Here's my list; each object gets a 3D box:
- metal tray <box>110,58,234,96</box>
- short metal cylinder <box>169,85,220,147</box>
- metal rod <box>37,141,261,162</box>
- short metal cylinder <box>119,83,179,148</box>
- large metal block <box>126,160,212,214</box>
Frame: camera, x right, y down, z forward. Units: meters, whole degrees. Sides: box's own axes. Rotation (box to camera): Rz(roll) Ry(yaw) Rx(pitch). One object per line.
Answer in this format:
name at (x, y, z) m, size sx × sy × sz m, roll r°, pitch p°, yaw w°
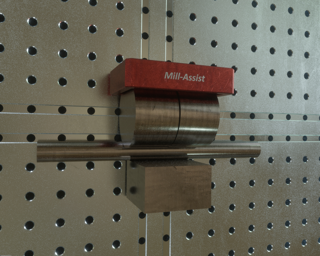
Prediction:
metal tray at (0.012, -0.056, 0.378) m, size 0.131 × 0.090 × 0.030 m, roll 1°, pitch 90°, yaw -20°
short metal cylinder at (0.033, -0.016, 0.393) m, size 0.050 × 0.080 × 0.079 m, roll 2°, pitch 90°, yaw -20°
metal rod at (0.000, 0.029, 0.409) m, size 0.303 × 0.025 × 0.025 m, roll 1°, pitch 90°, yaw -20°
short metal cylinder at (-0.016, -0.016, 0.375) m, size 0.050 × 0.080 × 0.079 m, roll 1°, pitch 90°, yaw -20°
large metal block at (0.008, 0.067, 0.382) m, size 0.081 × 0.080 × 0.050 m, roll 1°, pitch 90°, yaw -20°
